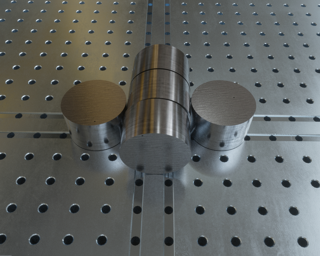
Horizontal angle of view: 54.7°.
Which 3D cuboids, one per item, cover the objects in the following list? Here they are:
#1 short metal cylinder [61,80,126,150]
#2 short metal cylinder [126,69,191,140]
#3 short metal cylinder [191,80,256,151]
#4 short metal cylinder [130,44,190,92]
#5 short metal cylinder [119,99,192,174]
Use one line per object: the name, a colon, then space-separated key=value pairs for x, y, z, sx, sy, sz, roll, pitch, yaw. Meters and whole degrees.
short metal cylinder: x=-0.082 y=-0.018 z=0.404 sx=0.081 sy=0.050 sz=0.080 roll=0 pitch=50 yaw=0
short metal cylinder: x=-0.001 y=-0.028 z=0.395 sx=0.081 sy=0.080 sz=0.050 roll=2 pitch=50 yaw=1
short metal cylinder: x=0.079 y=-0.017 z=0.406 sx=0.081 sy=0.050 sz=0.080 roll=0 pitch=50 yaw=0
short metal cylinder: x=0.001 y=-0.067 z=0.427 sx=0.081 sy=0.080 sz=0.050 roll=2 pitch=50 yaw=1
short metal cylinder: x=-0.005 y=0.012 z=0.362 sx=0.081 sy=0.080 sz=0.050 roll=1 pitch=50 yaw=0
